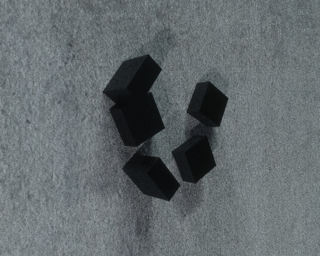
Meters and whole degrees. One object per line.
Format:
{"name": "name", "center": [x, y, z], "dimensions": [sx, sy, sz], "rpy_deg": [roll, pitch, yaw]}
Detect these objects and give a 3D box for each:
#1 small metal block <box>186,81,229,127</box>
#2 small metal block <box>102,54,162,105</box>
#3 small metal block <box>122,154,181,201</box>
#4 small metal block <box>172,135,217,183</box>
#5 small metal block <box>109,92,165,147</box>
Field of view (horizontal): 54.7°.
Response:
{"name": "small metal block", "center": [0.073, -0.035, 0.468], "dimensions": [0.050, 0.025, 0.050], "rpy_deg": [33, 70, -36]}
{"name": "small metal block", "center": [-0.033, -0.055, 0.363], "dimensions": [0.025, 0.050, 0.050], "rpy_deg": [44, 64, -32]}
{"name": "small metal block", "center": [-0.011, 0.060, 0.381], "dimensions": [0.025, 0.050, 0.050], "rpy_deg": [-50, 120, -28]}
{"name": "small metal block", "center": [0.051, 0.044, 0.450], "dimensions": [0.050, 0.025, 0.050], "rpy_deg": [-32, 110, -36]}
{"name": "small metal block", "center": [-0.027, -0.011, 0.384], "dimensions": [0.050, 0.025, 0.050], "rpy_deg": [-33, 111, -35]}
